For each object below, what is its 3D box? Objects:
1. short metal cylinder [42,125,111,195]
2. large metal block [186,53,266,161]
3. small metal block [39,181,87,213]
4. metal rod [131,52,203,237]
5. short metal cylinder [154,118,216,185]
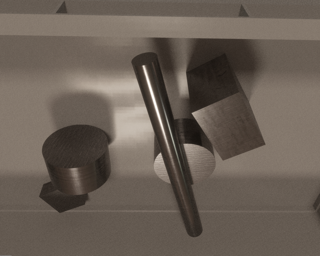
[{"bbox_3d":[-0.107,0.040,0.406,0.081,0.080,0.050,1,130,-1],"label":"short metal cylinder"},{"bbox_3d":[0.073,-0.024,0.354,0.050,0.080,0.080,-24,126,19],"label":"large metal block"},{"bbox_3d":[-0.154,0.107,0.498,0.050,0.025,0.050,-22,127,17],"label":"small metal block"},{"bbox_3d":[0.019,0.046,0.383,0.025,0.025,0.299,-10,130,8],"label":"metal rod"},{"bbox_3d":[0.032,0.033,0.422,0.081,0.050,0.079,0,130,0],"label":"short metal cylinder"}]
